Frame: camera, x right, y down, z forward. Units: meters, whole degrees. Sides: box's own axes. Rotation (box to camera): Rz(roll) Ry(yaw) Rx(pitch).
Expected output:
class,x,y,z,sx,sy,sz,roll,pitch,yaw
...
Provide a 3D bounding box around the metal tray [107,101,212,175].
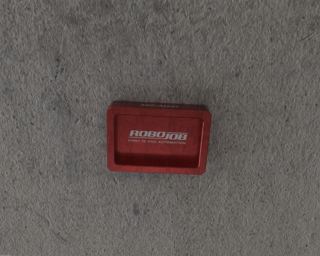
class,x,y,z,sx,sy,sz,roll,pitch,yaw
metal tray,-0.003,0.013,0.411,0.131,0.030,0.089,3,110,-1
